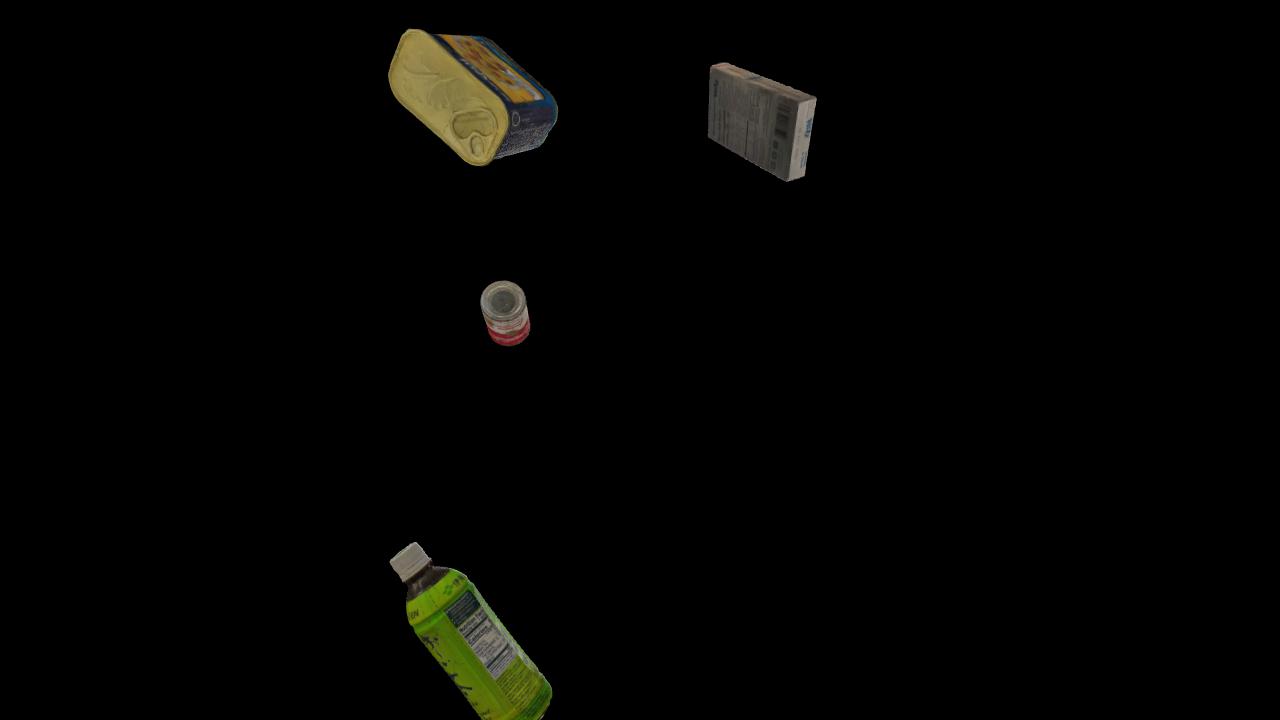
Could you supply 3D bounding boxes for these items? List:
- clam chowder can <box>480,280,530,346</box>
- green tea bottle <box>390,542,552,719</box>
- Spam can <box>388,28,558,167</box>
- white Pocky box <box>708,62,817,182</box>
[{"bbox_3d":[-0.204,-0.070,0.938,0.068,0.068,0.102,0,-20,-7],"label":"clam chowder can"},{"bbox_3d":[-0.173,0.273,0.613,0.073,0.212,0.073,-33,4,2],"label":"green tea bottle"},{"bbox_3d":[-0.125,-0.206,0.481,0.058,0.101,0.085,-47,2,33],"label":"Spam can"},{"bbox_3d":[0.126,-0.262,0.671,0.028,0.084,0.154,-21,44,-20],"label":"white Pocky box"}]
